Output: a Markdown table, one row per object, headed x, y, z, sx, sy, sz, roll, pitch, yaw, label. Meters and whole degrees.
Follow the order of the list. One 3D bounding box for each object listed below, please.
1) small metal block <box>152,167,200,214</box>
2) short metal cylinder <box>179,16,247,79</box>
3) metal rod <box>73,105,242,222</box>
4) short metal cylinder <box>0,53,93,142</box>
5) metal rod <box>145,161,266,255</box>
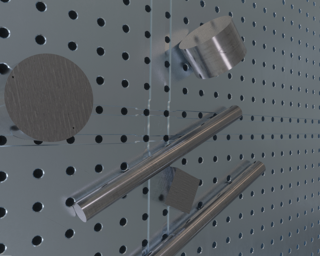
| x | y | z | sx | sy | sz | roll | pitch | yaw | label |
| --- | --- | --- | --- | --- | --- | --- | --- | --- | --- |
| 0.024 | 0.086 | 0.430 | 0.050 | 0.025 | 0.050 | 33 | 70 | -35 | small metal block |
| 0.074 | -0.113 | 0.436 | 0.080 | 0.080 | 0.050 | -50 | 120 | -28 | short metal cylinder |
| 0.019 | 0.032 | 0.425 | 0.302 | 0.025 | 0.025 | -29 | 108 | -36 | metal rod |
| -0.113 | -0.027 | 0.299 | 0.081 | 0.050 | 0.079 | 0 | 90 | -40 | short metal cylinder |
| 0.073 | 0.129 | 0.471 | 0.302 | 0.025 | 0.025 | -29 | 108 | -36 | metal rod |
